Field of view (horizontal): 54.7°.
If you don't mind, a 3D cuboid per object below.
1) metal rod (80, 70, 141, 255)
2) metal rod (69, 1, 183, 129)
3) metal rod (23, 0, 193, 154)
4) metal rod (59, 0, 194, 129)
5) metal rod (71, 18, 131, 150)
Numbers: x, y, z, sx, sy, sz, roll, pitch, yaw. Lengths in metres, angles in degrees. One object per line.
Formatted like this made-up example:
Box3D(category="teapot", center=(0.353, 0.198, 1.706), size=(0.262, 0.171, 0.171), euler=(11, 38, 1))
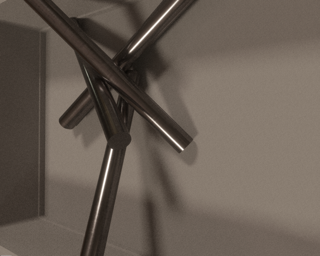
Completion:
Box3D(category="metal rod", center=(-0.061, 0.058, 0.374), size=(0.025, 0.025, 0.299), euler=(-13, 56, 39))
Box3D(category="metal rod", center=(-0.062, -0.090, 0.455), size=(0.299, 0.025, 0.025), euler=(-40, 66, 32))
Box3D(category="metal rod", center=(-0.075, -0.082, 0.388), size=(0.300, 0.025, 0.025), euler=(45, 120, 2))
Box3D(category="metal rod", center=(-0.053, -0.089, 0.422), size=(0.299, 0.025, 0.025), euler=(-39, 67, 32))
Box3D(category="metal rod", center=(-0.096, -0.081, 0.426), size=(0.025, 0.025, 0.300), euler=(-55, 41, 25))
